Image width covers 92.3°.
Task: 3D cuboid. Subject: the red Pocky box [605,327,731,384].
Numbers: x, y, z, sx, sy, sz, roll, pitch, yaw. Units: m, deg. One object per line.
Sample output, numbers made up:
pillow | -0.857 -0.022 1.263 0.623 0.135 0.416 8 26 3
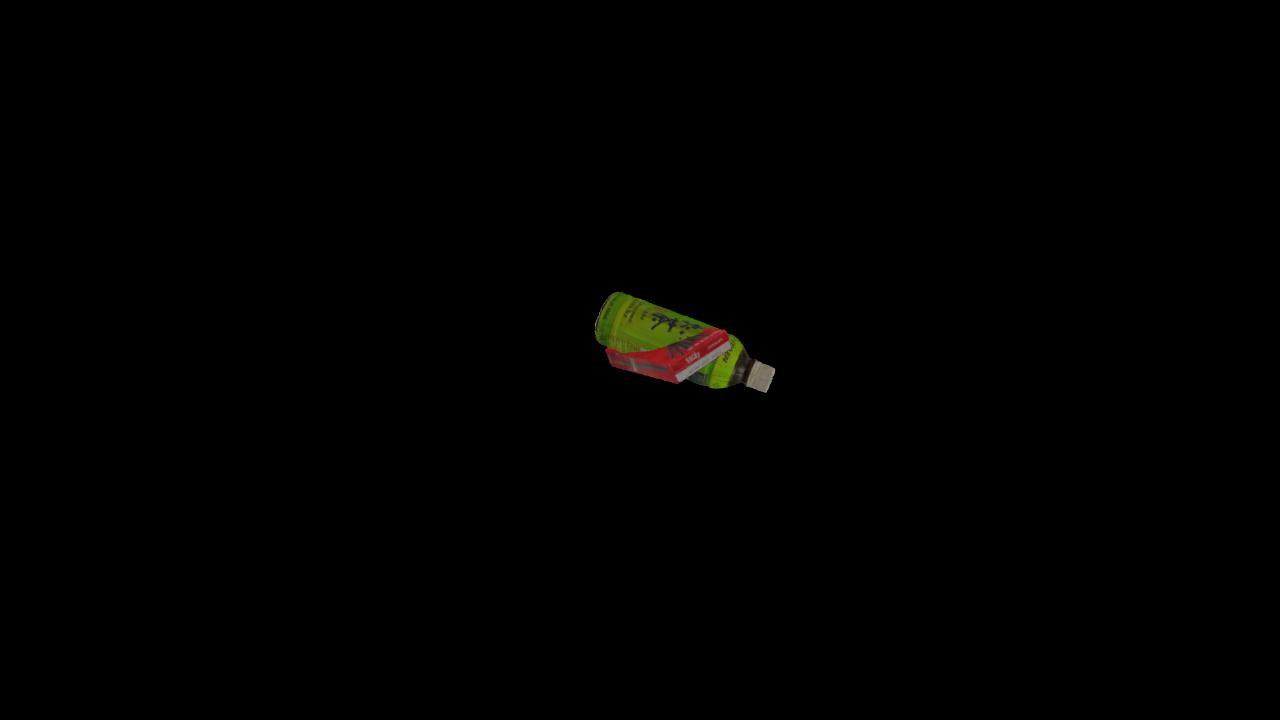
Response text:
red Pocky box | 0.028 -0.013 0.727 0.083 0.028 0.155 -33 22 -23

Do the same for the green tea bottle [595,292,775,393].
green tea bottle | 0.053 -0.014 0.721 0.212 0.073 0.073 24 6 14
